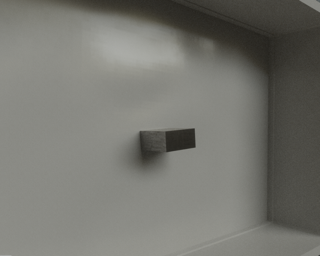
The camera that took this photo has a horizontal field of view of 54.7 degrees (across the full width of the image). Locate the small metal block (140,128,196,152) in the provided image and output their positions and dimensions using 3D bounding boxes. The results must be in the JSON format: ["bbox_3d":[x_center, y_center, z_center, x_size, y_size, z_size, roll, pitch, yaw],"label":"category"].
[{"bbox_3d":[0.010,0.014,0.401,0.050,0.050,0.025,-5,94,-40],"label":"small metal block"}]
